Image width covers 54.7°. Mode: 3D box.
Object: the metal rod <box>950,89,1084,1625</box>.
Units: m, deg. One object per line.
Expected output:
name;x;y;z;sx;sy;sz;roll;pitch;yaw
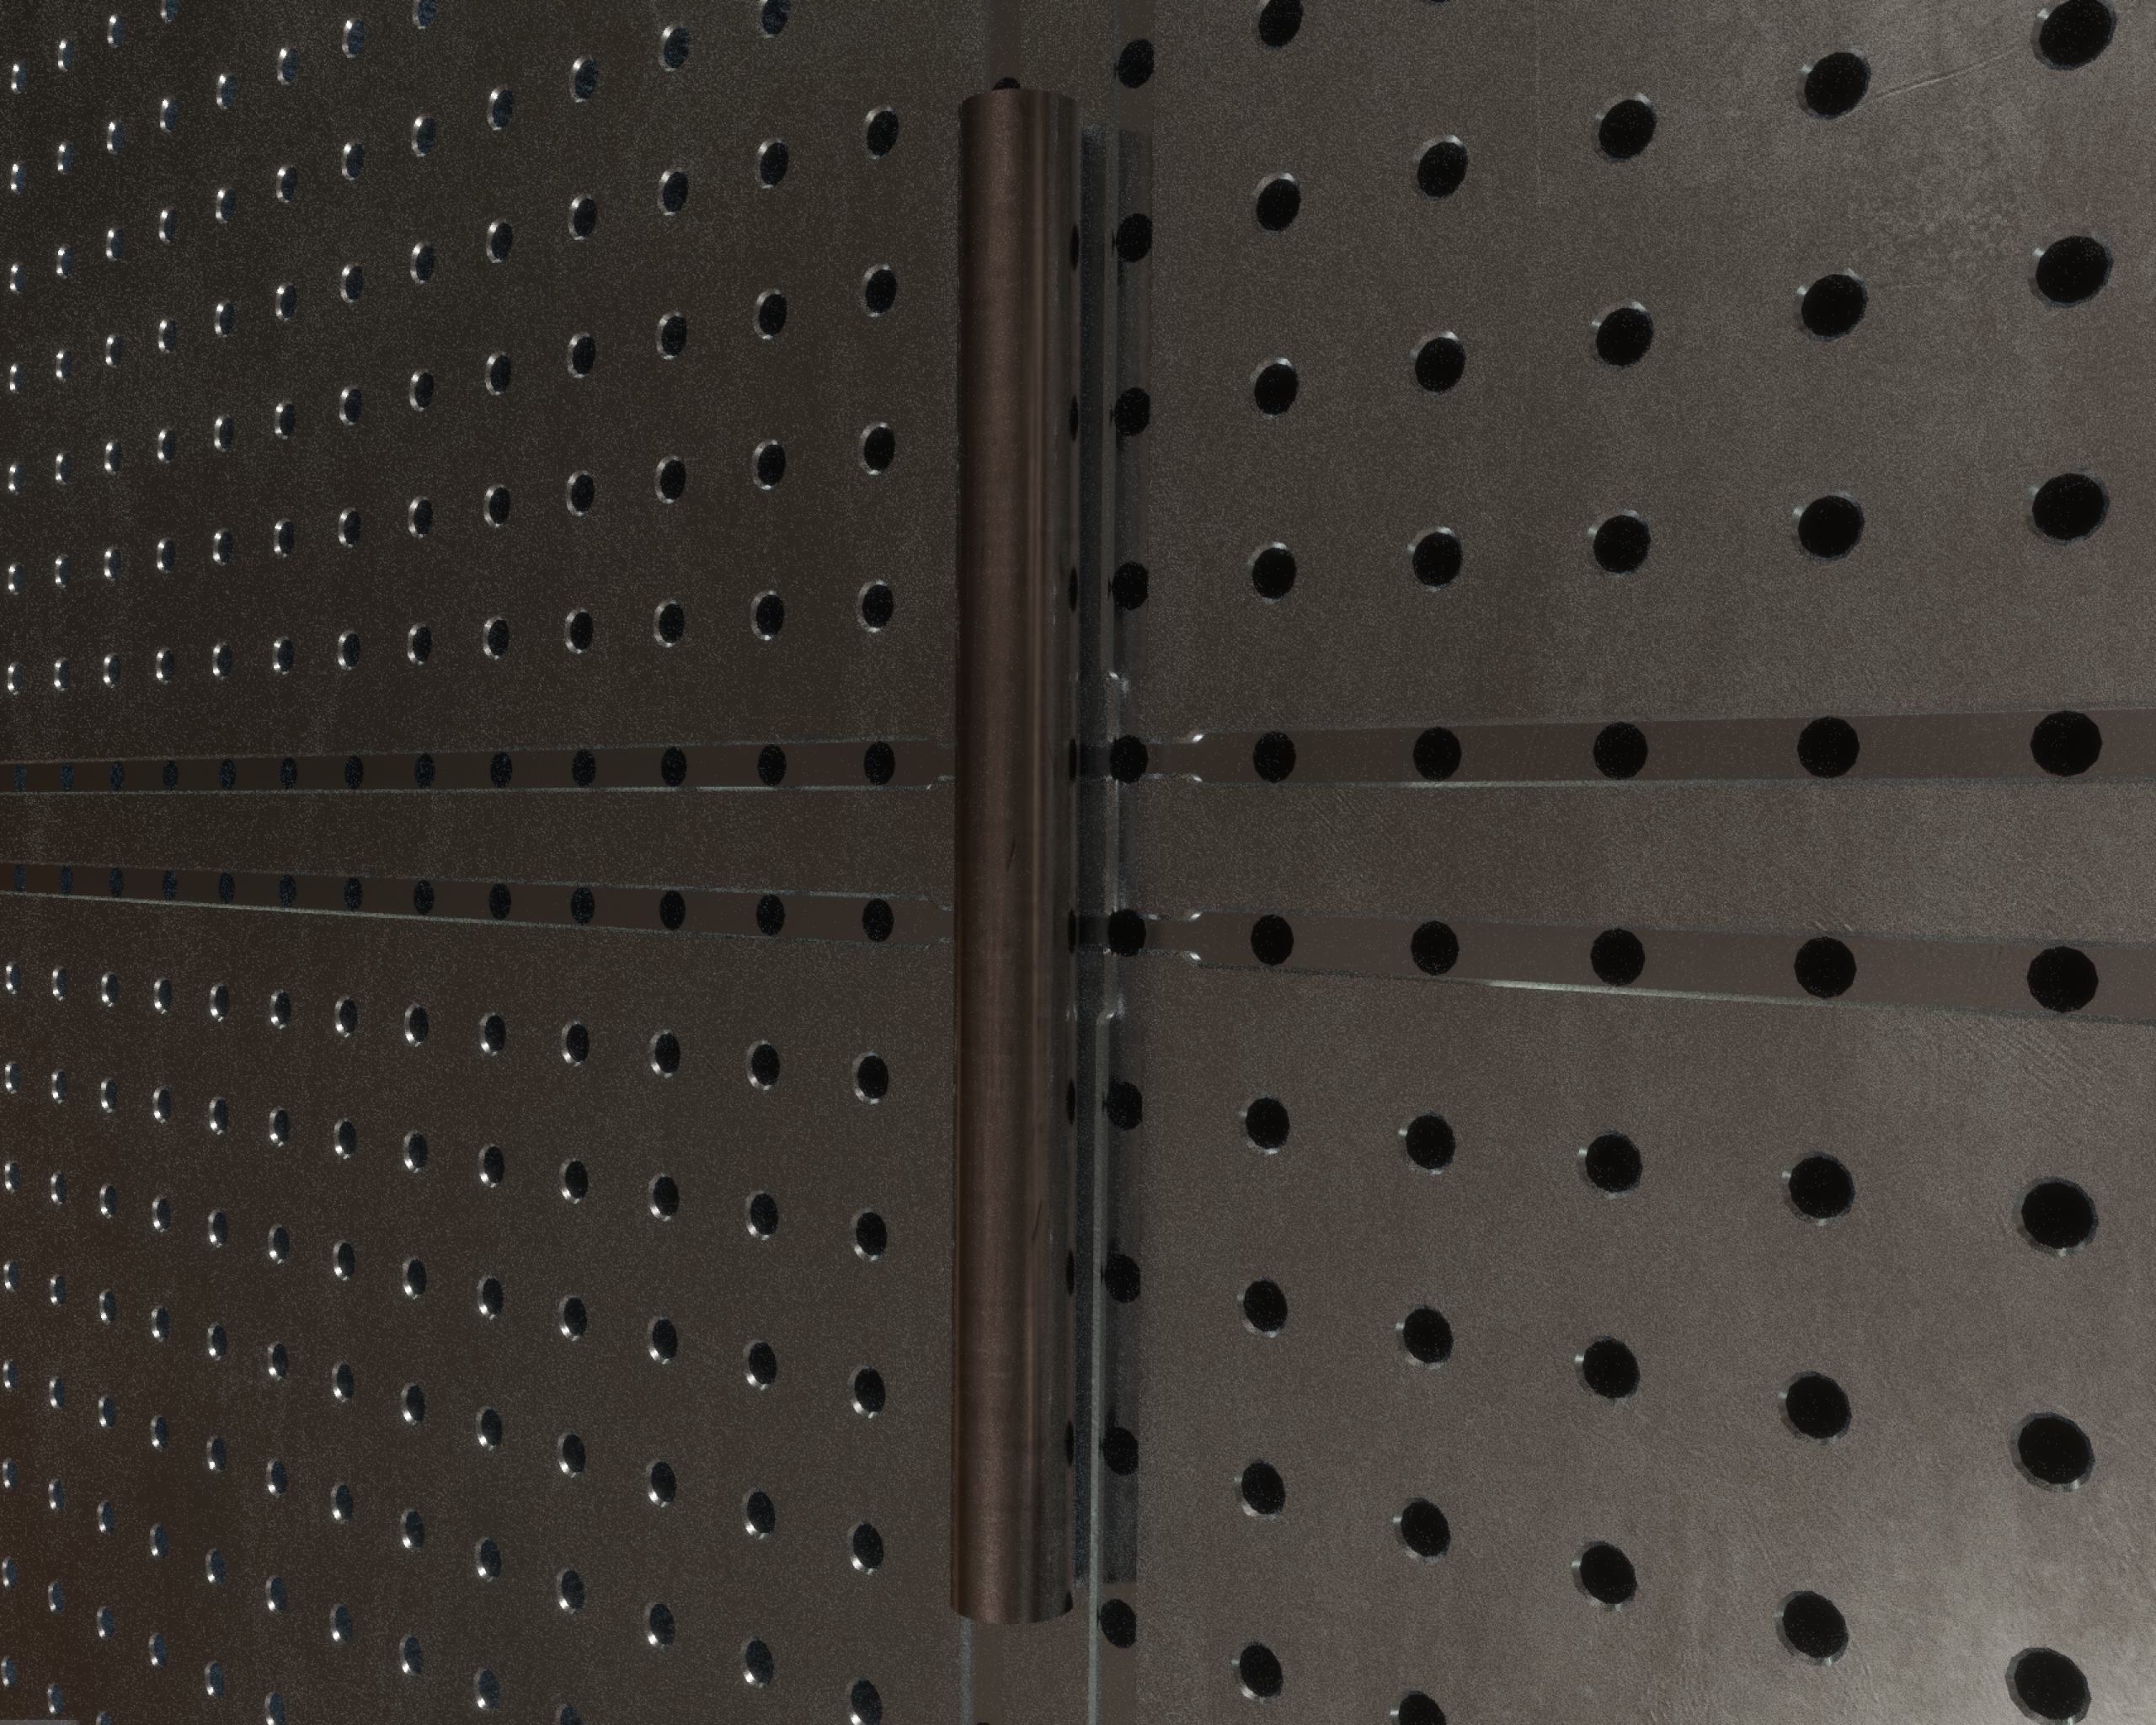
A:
metal rod;-0.012;-0.001;0.417;0.025;0.025;0.298;1;90;39
